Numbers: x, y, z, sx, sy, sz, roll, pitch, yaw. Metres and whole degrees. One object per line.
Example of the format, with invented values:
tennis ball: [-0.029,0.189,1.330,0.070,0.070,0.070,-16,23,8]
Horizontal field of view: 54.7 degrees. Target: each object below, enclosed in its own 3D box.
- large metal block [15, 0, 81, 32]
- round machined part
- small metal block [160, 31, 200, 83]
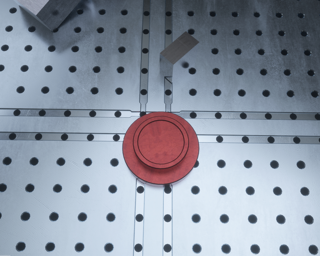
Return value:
large metal block: [-0.173,-0.207,0.463,0.080,0.050,0.080,39,87,12]
round machined part: [0.001,0.023,0.394,0.099,0.042,0.098,0,70,-1]
small metal block: [0.026,-0.099,0.435,0.050,0.050,0.025,-43,76,-14]
